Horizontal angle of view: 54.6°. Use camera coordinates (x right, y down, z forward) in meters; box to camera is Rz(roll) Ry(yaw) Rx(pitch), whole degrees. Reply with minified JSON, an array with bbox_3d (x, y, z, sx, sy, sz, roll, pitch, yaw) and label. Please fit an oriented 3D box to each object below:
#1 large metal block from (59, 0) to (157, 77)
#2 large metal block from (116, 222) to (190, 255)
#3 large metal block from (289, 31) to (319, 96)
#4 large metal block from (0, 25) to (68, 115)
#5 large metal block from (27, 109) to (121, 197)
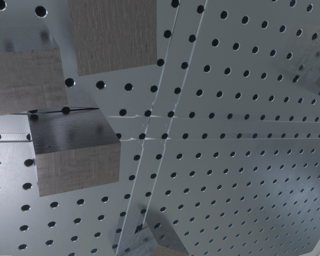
[{"bbox_3d":[-0.050,-0.103,0.304,0.081,0.050,0.080,-14,124,-21],"label":"large metal block"},{"bbox_3d":[-0.012,0.214,0.519,0.080,0.050,0.080,35,99,-39],"label":"large metal block"},{"bbox_3d":[0.262,-0.095,0.478,0.080,0.050,0.080,25,105,-37],"label":"large metal block"},{"bbox_3d":[-0.132,-0.053,0.271,0.081,0.080,0.050,-13,124,-22],"label":"large metal block"},{"bbox_3d":[-0.095,0.022,0.337,0.081,0.080,0.050,-7,122,-25],"label":"large metal block"}]
